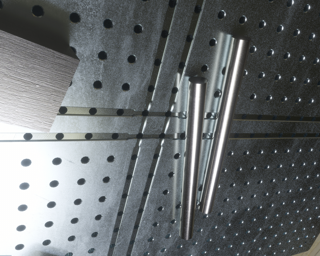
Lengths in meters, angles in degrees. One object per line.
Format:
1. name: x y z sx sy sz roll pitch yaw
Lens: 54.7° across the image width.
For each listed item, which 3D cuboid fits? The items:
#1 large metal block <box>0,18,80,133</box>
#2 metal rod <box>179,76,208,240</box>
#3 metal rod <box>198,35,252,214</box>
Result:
1. large metal block: -0.134 -0.050 0.292 0.081 0.050 0.080 17 110 -35
2. metal rod: 0.048 0.065 0.479 0.025 0.025 0.298 -13 124 -21
3. metal rod: 0.093 0.013 0.471 0.025 0.025 0.298 -9 123 -24
